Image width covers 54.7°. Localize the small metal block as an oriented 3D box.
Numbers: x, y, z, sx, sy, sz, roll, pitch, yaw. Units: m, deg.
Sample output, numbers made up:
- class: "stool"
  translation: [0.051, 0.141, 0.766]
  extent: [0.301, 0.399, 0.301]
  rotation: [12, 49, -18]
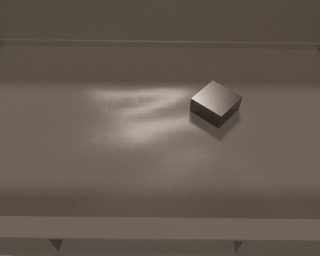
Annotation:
- class: "small metal block"
  translation: [0.078, -0.034, 0.435]
  extent: [0.050, 0.025, 0.050]
  rotation: [35, 58, 25]
